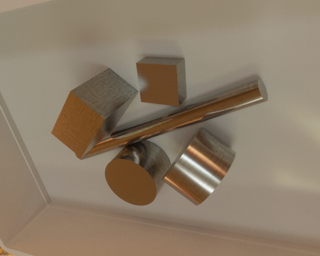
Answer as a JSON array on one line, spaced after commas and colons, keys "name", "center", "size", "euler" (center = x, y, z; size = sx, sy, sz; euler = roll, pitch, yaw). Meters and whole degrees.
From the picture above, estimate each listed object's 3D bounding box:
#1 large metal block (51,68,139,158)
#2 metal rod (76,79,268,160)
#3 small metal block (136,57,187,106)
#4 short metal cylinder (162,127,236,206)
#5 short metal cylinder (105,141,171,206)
[{"name": "large metal block", "center": [-0.084, -0.021, 0.402], "size": [0.050, 0.080, 0.080], "euler": [40, 129, 1]}, {"name": "metal rod", "center": [-0.009, -0.001, 0.410], "size": [0.300, 0.025, 0.025], "euler": [-19, 109, 35]}, {"name": "small metal block", "center": [0.003, -0.056, 0.369], "size": [0.050, 0.025, 0.050], "euler": [8, 122, 23]}, {"name": "short metal cylinder", "center": [0.046, 0.046, 0.375], "size": [0.050, 0.080, 0.079], "euler": [37, 129, 3]}, {"name": "short metal cylinder", "center": [-0.031, 0.064, 0.444], "size": [0.080, 0.050, 0.079], "euler": [13, 124, 20]}]
